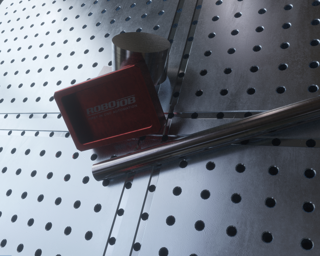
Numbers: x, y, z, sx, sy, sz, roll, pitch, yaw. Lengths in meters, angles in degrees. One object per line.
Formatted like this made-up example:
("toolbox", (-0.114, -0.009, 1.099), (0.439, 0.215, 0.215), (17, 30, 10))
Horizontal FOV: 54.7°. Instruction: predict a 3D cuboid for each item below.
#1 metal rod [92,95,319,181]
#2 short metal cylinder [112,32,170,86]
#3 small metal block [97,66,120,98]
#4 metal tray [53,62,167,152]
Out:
("metal rod", (0.053, 0.015, 0.369), (0.301, 0.025, 0.025), (-18, 55, 17))
("short metal cylinder", (-0.028, -0.099, 0.442), (0.081, 0.050, 0.080), (4, 35, -3))
("small metal block", (-0.076, -0.068, 0.488), (0.050, 0.025, 0.050), (15, 70, 34))
("metal tray", (-0.067, -0.026, 0.417), (0.130, 0.090, 0.030), (-15, 15, 19))
